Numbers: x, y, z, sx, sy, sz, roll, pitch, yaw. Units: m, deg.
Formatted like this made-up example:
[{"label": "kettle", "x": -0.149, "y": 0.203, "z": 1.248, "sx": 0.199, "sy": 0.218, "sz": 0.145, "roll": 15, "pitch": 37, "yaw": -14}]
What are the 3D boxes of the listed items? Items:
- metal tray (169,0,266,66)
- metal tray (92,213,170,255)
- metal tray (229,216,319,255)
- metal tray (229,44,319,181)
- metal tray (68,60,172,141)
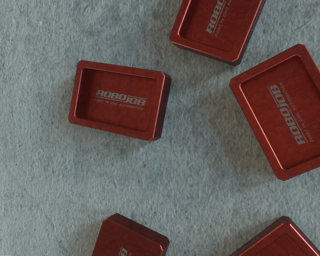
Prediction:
[{"label": "metal tray", "x": 0.077, "y": -0.152, "z": 0.378, "sx": 0.090, "sy": 0.030, "sz": 0.129, "roll": 23, "pitch": 97, "yaw": 18}, {"label": "metal tray", "x": -0.050, "y": 0.195, "z": 0.423, "sx": 0.090, "sy": 0.030, "sz": 0.129, "roll": 20, "pitch": 97, "yaw": 18}, {"label": "metal tray", "x": 0.128, "y": 0.178, "z": 0.361, "sx": 0.130, "sy": 0.030, "sz": 0.090, "roll": -44, "pitch": 77, "yaw": 14}, {"label": "metal tray", "x": 0.149, "y": -0.017, "z": 0.353, "sx": 0.090, "sy": 0.030, "sz": 0.130, "roll": -28, "pitch": 81, "yaw": 17}, {"label": "metal tray", "x": -0.057, "y": -0.039, "z": 0.425, "sx": 0.130, "sy": 0.030, "sz": 0.089, "roll": 12, "pitch": 94, "yaw": 19}]
